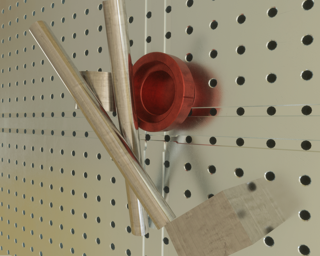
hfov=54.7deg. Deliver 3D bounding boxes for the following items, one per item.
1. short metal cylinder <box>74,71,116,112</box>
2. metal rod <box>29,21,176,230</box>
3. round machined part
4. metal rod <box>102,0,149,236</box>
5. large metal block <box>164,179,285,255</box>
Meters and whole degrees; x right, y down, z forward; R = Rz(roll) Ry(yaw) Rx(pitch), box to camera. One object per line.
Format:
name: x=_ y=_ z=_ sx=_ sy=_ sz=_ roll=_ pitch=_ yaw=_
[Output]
short metal cylinder: x=-0.077 y=-0.049 z=0.435 sx=0.080 sy=0.081 sz=0.050 roll=7 pitch=95 yaw=39
metal rod: x=-0.076 y=-0.013 z=0.378 sx=0.025 sy=0.025 sz=0.299 roll=-42 pitch=76 yaw=31
round machined part: x=0.004 y=-0.044 z=0.393 sx=0.098 sy=0.042 sz=0.097 roll=1 pitch=91 yaw=40
metal rod: x=-0.039 y=0.001 z=0.386 sx=0.025 sy=0.025 sz=0.298 roll=10 pitch=113 yaw=39
large metal block: x=0.067 y=0.098 z=0.318 sx=0.080 sy=0.081 sz=0.050 roll=-41 pitch=65 yaw=32
